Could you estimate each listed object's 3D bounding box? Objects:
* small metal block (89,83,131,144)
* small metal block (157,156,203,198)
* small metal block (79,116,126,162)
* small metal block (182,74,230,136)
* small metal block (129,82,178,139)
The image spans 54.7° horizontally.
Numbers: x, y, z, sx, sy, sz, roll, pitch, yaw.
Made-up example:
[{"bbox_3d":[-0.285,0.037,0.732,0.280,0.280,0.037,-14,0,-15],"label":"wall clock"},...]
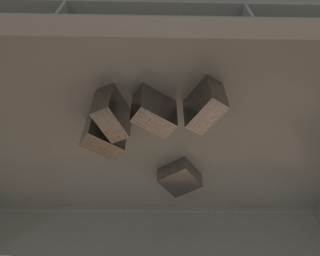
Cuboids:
[{"bbox_3d":[-0.058,-0.018,0.377,0.025,0.050,0.050,-19,128,15],"label":"small metal block"},{"bbox_3d":[0.030,0.076,0.474,0.050,0.025,0.050,-28,125,21],"label":"small metal block"},{"bbox_3d":[-0.071,0.008,0.399,0.050,0.050,0.025,28,125,-22],"label":"small metal block"},{"bbox_3d":[0.053,-0.028,0.369,0.025,0.050,0.050,27,125,-21],"label":"small metal block"},{"bbox_3d":[-0.007,-0.021,0.374,0.050,0.050,0.025,27,125,-21],"label":"small metal block"}]
